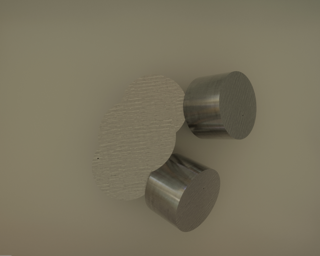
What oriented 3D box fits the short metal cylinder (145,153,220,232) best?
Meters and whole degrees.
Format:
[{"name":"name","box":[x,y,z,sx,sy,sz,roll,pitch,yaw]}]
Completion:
[{"name":"short metal cylinder","box":[0.028,0.077,0.376,0.050,0.080,0.080,24,90,40]}]

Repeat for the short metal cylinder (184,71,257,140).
[{"name":"short metal cylinder","box":[0.075,-0.026,0.378,0.081,0.050,0.079,2,88,-44]}]

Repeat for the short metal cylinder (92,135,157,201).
[{"name":"short metal cylinder","box":[-0.042,0.047,0.397,0.081,0.050,0.079,0,90,-1]}]

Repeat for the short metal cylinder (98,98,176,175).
[{"name":"short metal cylinder","box":[-0.024,0.008,0.346,0.081,0.050,0.079,0,90,-1]}]

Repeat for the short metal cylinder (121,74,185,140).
[{"name":"short metal cylinder","box":[-0.007,-0.025,0.397,0.081,0.050,0.079,0,90,-1]}]
